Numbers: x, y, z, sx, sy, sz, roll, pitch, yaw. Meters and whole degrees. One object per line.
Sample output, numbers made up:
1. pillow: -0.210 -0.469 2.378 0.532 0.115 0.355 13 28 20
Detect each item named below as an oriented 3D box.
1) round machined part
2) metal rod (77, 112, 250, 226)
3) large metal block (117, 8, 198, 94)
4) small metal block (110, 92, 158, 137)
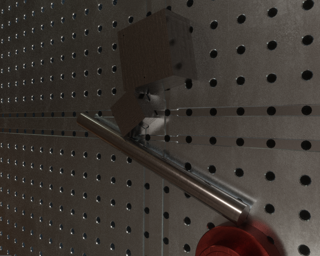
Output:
1. round machined part: 0.078 0.155 0.333 0.098 0.042 0.097 0 90 39
2. metal rod: -0.018 0.040 0.422 0.300 0.025 0.025 27 107 36
3. large metal block: -0.004 -0.092 0.395 0.080 0.050 0.080 -11 83 39
4. small metal block: -0.038 -0.021 0.438 0.050 0.025 0.050 -40 66 32
